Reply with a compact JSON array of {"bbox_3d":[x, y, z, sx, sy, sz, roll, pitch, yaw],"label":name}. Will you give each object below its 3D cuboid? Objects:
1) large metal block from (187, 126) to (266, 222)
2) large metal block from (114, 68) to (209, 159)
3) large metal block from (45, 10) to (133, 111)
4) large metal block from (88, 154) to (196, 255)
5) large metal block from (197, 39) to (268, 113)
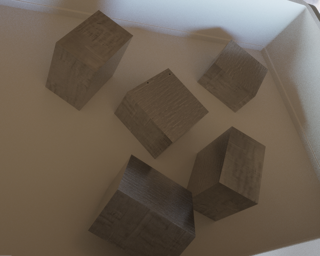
[{"bbox_3d":[0.078,0.058,0.379,0.050,0.080,0.080,30,52,-9],"label":"large metal block"},{"bbox_3d":[0.002,-0.020,0.405,0.080,0.050,0.080,48,51,5],"label":"large metal block"},{"bbox_3d":[-0.086,-0.080,0.374,0.050,0.080,0.080,36,51,-5],"label":"large metal block"},{"bbox_3d":[-0.014,0.081,0.310,0.080,0.050,0.080,33,16,-7],"label":"large metal block"},{"bbox_3d":[0.121,-0.086,0.510,0.080,0.050,0.080,39,51,-3],"label":"large metal block"}]
